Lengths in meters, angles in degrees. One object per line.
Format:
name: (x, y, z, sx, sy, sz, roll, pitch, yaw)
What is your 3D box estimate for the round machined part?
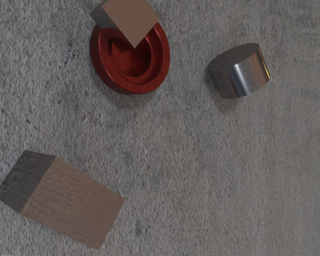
round machined part: (-0.038, -0.087, 0.363, 0.099, 0.042, 0.097, 0, 90, -40)

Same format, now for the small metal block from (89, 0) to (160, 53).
small metal block: (-0.035, -0.116, 0.322, 0.050, 0.025, 0.050, 49, 61, -29)

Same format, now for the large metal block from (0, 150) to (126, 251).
large metal block: (-0.094, 0.065, 0.291, 0.080, 0.080, 0.050, 42, 65, -33)

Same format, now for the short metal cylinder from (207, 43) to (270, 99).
short metal cylinder: (0.120, -0.087, 0.472, 0.080, 0.080, 0.050, -45, 117, -31)
